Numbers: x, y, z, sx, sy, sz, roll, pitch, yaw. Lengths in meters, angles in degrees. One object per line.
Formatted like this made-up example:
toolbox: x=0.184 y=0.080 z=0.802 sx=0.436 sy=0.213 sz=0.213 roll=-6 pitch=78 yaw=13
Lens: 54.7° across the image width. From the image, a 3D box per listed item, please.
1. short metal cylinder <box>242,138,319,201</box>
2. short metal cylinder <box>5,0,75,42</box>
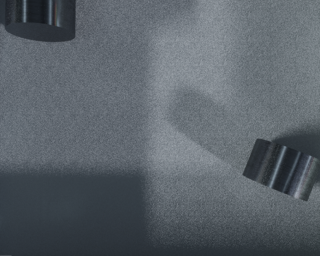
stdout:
short metal cylinder: x=0.151 y=0.051 z=0.385 sx=0.080 sy=0.080 sz=0.050 roll=21 pitch=90 yaw=0
short metal cylinder: x=-0.146 y=-0.142 z=0.383 sx=0.081 sy=0.080 sz=0.050 roll=1 pitch=90 yaw=0
